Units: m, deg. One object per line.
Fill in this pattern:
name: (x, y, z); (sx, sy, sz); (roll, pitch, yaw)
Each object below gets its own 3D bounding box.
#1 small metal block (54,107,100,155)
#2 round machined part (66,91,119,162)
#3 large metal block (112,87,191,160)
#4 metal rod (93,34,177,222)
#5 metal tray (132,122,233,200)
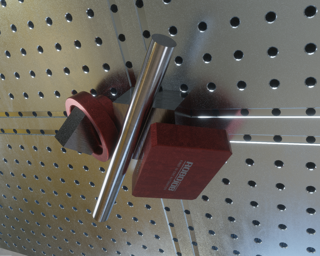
small metal block: (-0.102, 0.004, 0.413); (0.025, 0.050, 0.050); (38, 95, 35)
round machined part: (-0.083, -0.006, 0.421); (0.098, 0.042, 0.097); (37, 145, 32)
large metal block: (-0.007, -0.003, 0.395); (0.080, 0.050, 0.079); (9, 122, 23)
metal rod: (-0.043, 0.025, 0.383); (0.025, 0.025, 0.298); (30, 128, 8)
metal tray: (0.020, 0.047, 0.382); (0.091, 0.030, 0.129); (6, 143, -13)
